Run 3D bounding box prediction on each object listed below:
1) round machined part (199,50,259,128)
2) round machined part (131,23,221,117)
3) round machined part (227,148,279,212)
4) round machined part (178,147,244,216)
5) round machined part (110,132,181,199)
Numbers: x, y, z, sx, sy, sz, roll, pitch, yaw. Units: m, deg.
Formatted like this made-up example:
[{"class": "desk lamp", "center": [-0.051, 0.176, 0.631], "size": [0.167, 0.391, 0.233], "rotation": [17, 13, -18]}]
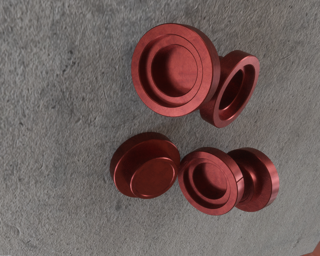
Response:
[{"class": "round machined part", "center": [0.080, -0.052, 0.393], "size": [0.099, 0.042, 0.097], "rotation": [-35, 143, -32]}, {"class": "round machined part", "center": [0.020, -0.063, 0.342], "size": [0.042, 0.098, 0.097], "rotation": [-24, 136, -56]}, {"class": "round machined part", "center": [0.126, 0.081, 0.474], "size": [0.042, 0.098, 0.097], "rotation": [-8, 123, -40]}, {"class": "round machined part", "center": [0.078, 0.074, 0.454], "size": [0.042, 0.098, 0.097], "rotation": [-21, 131, -48]}, {"class": "round machined part", "center": [-0.015, 0.058, 0.423], "size": [0.099, 0.042, 0.097], "rotation": [-14, 124, -21]}]
